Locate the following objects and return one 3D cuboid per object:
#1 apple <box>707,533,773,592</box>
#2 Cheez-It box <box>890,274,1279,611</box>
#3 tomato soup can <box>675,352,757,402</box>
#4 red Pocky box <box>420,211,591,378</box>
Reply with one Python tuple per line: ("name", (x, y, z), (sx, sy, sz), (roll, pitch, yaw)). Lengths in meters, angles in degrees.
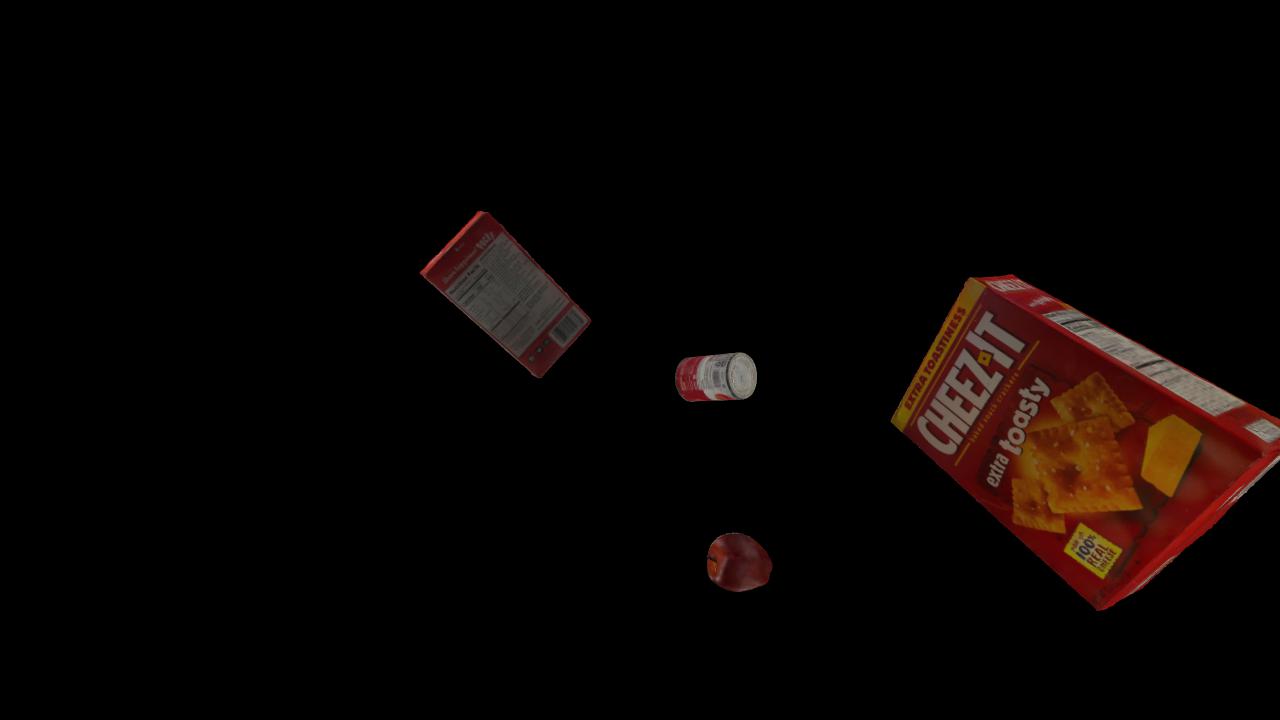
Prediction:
("apple", (0.136, 0.281, 0.854), (0.093, 0.079, 0.079), (14, -4, -16))
("Cheez-It box", (0.333, 0.054, 0.495), (0.071, 0.166, 0.223), (-6, 39, -28))
("tomato soup can", (0.109, 0.025, 0.883), (0.068, 0.068, 0.101), (0, -5, -42))
("red Pocky box", (-0.124, -0.060, 0.592), (0.155, 0.083, 0.028), (47, -9, -33))
